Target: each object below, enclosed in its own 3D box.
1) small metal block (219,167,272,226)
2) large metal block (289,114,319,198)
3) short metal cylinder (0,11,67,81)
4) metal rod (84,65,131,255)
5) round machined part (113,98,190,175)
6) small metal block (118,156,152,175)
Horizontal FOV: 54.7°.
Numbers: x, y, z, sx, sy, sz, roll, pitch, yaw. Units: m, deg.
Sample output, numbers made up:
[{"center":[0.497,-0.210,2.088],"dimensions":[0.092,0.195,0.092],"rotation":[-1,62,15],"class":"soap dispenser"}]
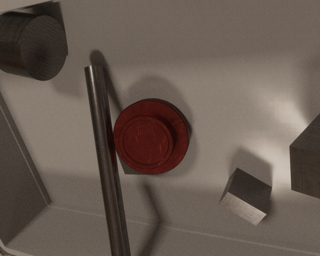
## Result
[{"center":[0.108,0.084,0.387],"dimensions":[0.050,0.050,0.025],"rotation":[30,128,9],"class":"small metal block"},{"center":[0.176,0.027,0.282],"dimensions":[0.080,0.081,0.050],"rotation":[14,126,44],"class":"large metal block"},{"center":[-0.165,-0.104,0.394],"dimensions":[0.050,0.080,0.079],"rotation":[14,124,20],"class":"short metal cylinder"},{"center":[-0.066,0.068,0.409],"dimensions":[0.025,0.025,0.298],"rotation":[-7,91,31],"class":"metal rod"},{"center":[-0.013,0.014,0.391],"dimensions":[0.098,0.042,0.097],"rotation":[3,103,11],"class":"round machined part"},{"center":[-0.032,0.040,0.449],"dimensions":[0.050,0.025,0.050],"rotation":[-3,117,29],"class":"small metal block"}]
